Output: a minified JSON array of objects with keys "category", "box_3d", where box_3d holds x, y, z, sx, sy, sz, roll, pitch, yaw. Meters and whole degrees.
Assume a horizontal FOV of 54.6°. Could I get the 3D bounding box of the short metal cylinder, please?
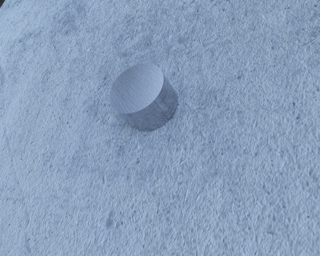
[{"category":"short metal cylinder","box_3d":[-0.021,-0.042,0.426,0.080,0.050,0.080,-13,56,21]}]
